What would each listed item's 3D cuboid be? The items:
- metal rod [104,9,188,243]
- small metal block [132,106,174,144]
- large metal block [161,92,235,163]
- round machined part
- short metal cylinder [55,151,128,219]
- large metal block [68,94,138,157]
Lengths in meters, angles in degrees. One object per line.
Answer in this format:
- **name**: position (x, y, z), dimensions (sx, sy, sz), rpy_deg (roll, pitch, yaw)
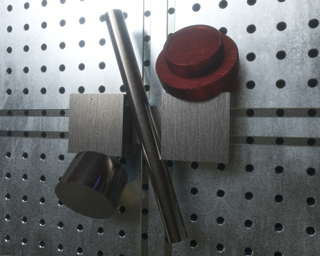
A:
- **metal rod**: position (-0.020, -0.007, 0.392), dimensions (0.025, 0.025, 0.299), rpy_deg (-18, 84, 19)
- **small metal block**: position (-0.009, -0.004, 0.416), dimensions (0.050, 0.025, 0.050), rpy_deg (1, 90, 20)
- **large metal block**: position (0.048, -0.001, 0.383), dimensions (0.080, 0.050, 0.079), rpy_deg (1, 90, 20)
- **round machined part**: position (0.041, -0.083, 0.363), dimensions (0.098, 0.042, 0.098), rpy_deg (-9, 53, 12)
- **short metal cylinder**: position (-0.088, 0.076, 0.408), dimensions (0.080, 0.050, 0.080), rpy_deg (11, 136, 11)
- **large metal block**: position (-0.076, -0.005, 0.427), dimensions (0.080, 0.050, 0.079), rpy_deg (2, 91, 20)
